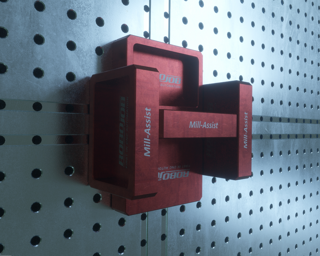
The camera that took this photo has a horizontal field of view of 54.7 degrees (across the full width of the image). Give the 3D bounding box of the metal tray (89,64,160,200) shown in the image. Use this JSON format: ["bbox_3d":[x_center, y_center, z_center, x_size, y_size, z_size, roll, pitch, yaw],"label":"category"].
[{"bbox_3d":[-0.041,0.004,0.333,0.030,0.090,0.129,1,89,-40],"label":"metal tray"}]

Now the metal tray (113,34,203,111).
[{"bbox_3d":[0.002,-0.064,0.409,0.131,0.030,0.089,1,90,-40],"label":"metal tray"}]

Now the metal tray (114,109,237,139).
[{"bbox_3d":[0.021,-0.004,0.384,0.131,0.090,0.030,1,90,-40],"label":"metal tray"}]

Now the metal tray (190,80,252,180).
[{"bbox_3d":[0.083,0.003,0.438,0.030,0.090,0.129,1,89,-40],"label":"metal tray"}]

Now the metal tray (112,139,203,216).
[{"bbox_3d":[0.001,0.057,0.407,0.131,0.030,0.089,1,90,-40],"label":"metal tray"}]
